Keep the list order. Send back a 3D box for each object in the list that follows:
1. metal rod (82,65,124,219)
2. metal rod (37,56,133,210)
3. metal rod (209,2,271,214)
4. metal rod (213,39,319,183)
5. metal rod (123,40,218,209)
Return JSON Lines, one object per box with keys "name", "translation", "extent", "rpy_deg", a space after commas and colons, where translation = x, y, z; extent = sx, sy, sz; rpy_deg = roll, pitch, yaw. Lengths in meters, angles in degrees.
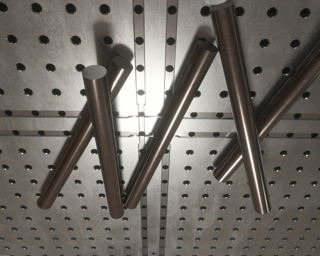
{"name": "metal rod", "translation": [-0.071, 0.044, 0.426], "extent": [0.025, 0.025, 0.298], "rpy_deg": [1, 137, -1]}
{"name": "metal rod", "translation": [-0.116, 0.026, 0.431], "extent": [0.025, 0.025, 0.298], "rpy_deg": [24, 126, -19]}
{"name": "metal rod", "translation": [0.107, -0.002, 0.385], "extent": [0.025, 0.025, 0.299], "rpy_deg": [-14, 121, 11]}
{"name": "metal rod", "translation": [0.152, -0.031, 0.387], "extent": [0.025, 0.025, 0.298], "rpy_deg": [18, 128, -15]}
{"name": "metal rod", "translation": [0.001, 0.018, 0.426], "extent": [0.025, 0.025, 0.298], "rpy_deg": [15, 129, -13]}
